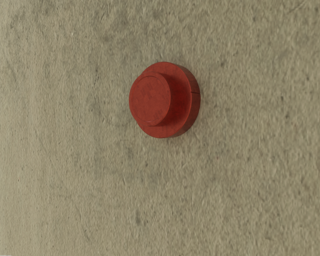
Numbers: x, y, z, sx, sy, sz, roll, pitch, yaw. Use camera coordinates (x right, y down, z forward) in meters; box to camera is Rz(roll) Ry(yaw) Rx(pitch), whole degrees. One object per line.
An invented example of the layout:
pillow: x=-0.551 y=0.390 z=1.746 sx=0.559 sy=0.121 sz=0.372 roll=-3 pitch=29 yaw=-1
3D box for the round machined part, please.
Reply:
round machined part: x=-0.001 y=-0.036 z=0.393 sx=0.098 sy=0.042 sz=0.097 roll=0 pitch=90 yaw=39
